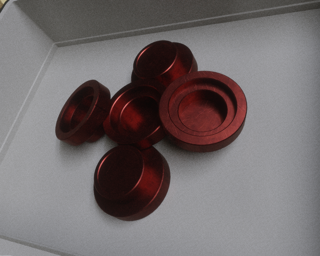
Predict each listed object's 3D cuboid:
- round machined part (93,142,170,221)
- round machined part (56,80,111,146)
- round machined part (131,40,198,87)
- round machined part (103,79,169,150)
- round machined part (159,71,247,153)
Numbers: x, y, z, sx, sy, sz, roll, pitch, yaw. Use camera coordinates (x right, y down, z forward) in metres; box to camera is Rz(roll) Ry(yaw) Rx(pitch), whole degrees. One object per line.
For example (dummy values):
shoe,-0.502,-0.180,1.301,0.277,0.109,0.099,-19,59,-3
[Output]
round machined part,-0.041,0.059,0.378,0.098,0.042,0.098,-13,56,21
round machined part,-0.103,-0.018,0.448,0.098,0.042,0.098,-28,45,32
round machined part,0.001,-0.087,0.445,0.098,0.042,0.098,-13,56,21
round machined part,-0.023,-0.014,0.413,0.098,0.042,0.098,-13,56,21
round machined part,0.050,-0.016,0.365,0.098,0.042,0.098,-4,63,8
